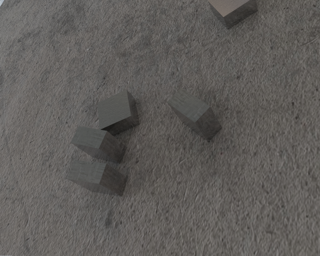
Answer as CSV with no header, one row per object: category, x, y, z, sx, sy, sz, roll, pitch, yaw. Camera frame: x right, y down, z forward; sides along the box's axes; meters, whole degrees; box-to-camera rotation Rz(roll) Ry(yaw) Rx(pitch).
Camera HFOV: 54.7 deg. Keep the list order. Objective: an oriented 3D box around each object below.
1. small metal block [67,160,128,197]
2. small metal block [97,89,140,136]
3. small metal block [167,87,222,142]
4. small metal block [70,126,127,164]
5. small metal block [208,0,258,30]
small metal block,-0.078,0.064,0.390,0.050,0.050,0.025,2,63,29
small metal block,-0.061,-0.021,0.449,0.050,0.025,0.050,-23,53,14
small metal block,0.042,-0.016,0.375,0.025,0.050,0.050,-47,51,-4
small metal block,-0.081,0.023,0.416,0.050,0.050,0.025,8,66,32
small metal block,0.108,-0.181,0.459,0.050,0.025,0.050,-32,52,7
